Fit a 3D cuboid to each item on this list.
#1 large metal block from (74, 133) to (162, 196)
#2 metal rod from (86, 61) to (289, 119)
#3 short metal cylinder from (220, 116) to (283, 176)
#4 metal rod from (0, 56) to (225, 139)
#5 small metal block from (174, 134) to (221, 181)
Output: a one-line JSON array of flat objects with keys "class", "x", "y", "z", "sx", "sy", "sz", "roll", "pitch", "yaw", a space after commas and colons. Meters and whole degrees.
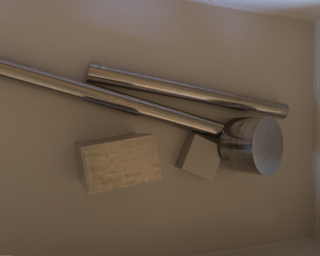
[{"class": "large metal block", "x": -0.053, "y": 0.037, "z": 0.363, "sx": 0.081, "sy": 0.080, "sz": 0.050, "roll": -10, "pitch": 94, "yaw": -20}, {"class": "metal rod", "x": 0.052, "y": -0.048, "z": 0.430, "sx": 0.302, "sy": 0.025, "sz": 0.025, "roll": 9, "pitch": 87, "yaw": -20}, {"class": "short metal cylinder", "x": 0.129, "y": 0.024, "z": 0.433, "sx": 0.081, "sy": 0.050, "sz": 0.079, "roll": 0, "pitch": 90, "yaw": -42}, {"class": "metal rod", "x": -0.050, "y": -0.033, "z": 0.392, "sx": 0.302, "sy": 0.025, "sz": 0.025, "roll": 15, "pitch": 85, "yaw": -20}, {"class": "small metal block", "x": 0.056, "y": 0.041, "z": 0.433, "sx": 0.050, "sy": 0.025, "sz": 0.050, "roll": 24, "pitch": 82, "yaw": -19}]
